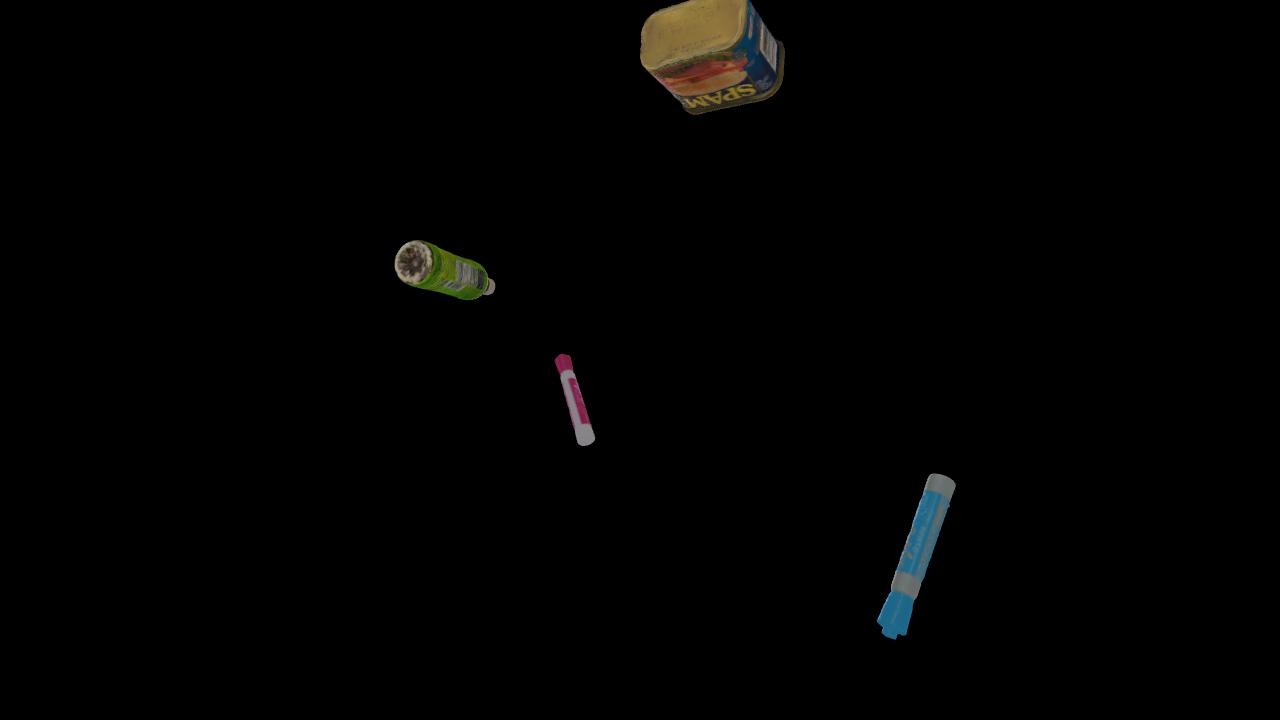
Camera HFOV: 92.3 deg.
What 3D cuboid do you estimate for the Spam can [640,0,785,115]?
[{"bbox_3d":[0.063,-0.265,0.533,0.101,0.058,0.085,1,-5,32],"label":"Spam can"}]

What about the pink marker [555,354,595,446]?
[{"bbox_3d":[-0.072,0.039,0.667,0.020,0.121,0.020,-13,-39,-11],"label":"pink marker"}]

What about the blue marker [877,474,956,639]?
[{"bbox_3d":[0.192,0.134,0.427,0.020,0.121,0.020,26,-25,14],"label":"blue marker"}]

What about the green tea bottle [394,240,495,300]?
[{"bbox_3d":[-0.298,-0.134,0.986,0.073,0.073,0.212,0,-5,17],"label":"green tea bottle"}]
